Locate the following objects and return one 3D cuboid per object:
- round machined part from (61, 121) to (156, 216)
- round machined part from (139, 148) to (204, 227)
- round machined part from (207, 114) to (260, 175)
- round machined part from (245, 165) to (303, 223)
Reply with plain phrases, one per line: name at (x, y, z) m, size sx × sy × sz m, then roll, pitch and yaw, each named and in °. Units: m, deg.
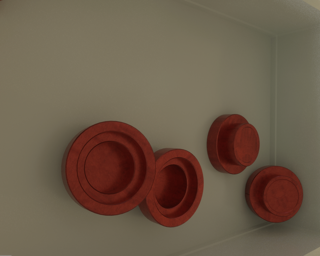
round machined part at (-0.057, 0.043, 0.338) m, size 0.099 × 0.042 × 0.097 m, roll 4°, pitch 81°, yaw -29°
round machined part at (0.008, 0.074, 0.402) m, size 0.099 × 0.042 × 0.097 m, roll 0°, pitch 90°, yaw -40°
round machined part at (0.124, 0.026, 0.499) m, size 0.099 × 0.042 × 0.097 m, roll 0°, pitch 90°, yaw -40°
round machined part at (0.202, 0.115, 0.535) m, size 0.099 × 0.042 × 0.097 m, roll 0°, pitch 86°, yaw -7°
